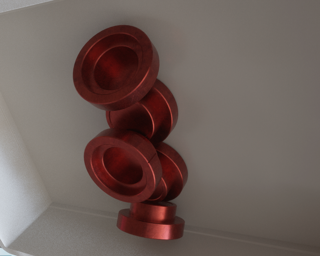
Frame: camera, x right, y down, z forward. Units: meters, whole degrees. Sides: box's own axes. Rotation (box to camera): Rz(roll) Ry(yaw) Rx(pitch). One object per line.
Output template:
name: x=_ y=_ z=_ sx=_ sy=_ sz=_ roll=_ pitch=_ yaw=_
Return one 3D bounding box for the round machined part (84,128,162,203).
round machined part: x=-0.042 y=0.042 z=0.386 sx=0.098 sy=0.042 sz=0.097 roll=13 pitch=124 yaw=20

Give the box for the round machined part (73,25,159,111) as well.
round machined part: x=-0.046 y=-0.064 z=0.355 sx=0.098 sy=0.098 sz=0.042 roll=7 pitch=164 yaw=24

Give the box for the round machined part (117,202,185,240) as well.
round machined part: x=-0.012 y=0.129 z=0.457 sx=0.098 sy=0.098 sz=0.042 roll=6 pitch=84 yaw=24

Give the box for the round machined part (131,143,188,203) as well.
round machined part: x=-0.013 y=0.068 z=0.442 sx=0.098 sy=0.042 sz=0.097 roll=13 pitch=124 yaw=20

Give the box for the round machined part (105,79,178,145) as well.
round machined part: x=-0.030 y=-0.018 z=0.398 sx=0.098 sy=0.042 sz=0.097 roll=13 pitch=124 yaw=20
